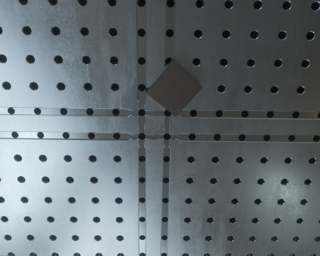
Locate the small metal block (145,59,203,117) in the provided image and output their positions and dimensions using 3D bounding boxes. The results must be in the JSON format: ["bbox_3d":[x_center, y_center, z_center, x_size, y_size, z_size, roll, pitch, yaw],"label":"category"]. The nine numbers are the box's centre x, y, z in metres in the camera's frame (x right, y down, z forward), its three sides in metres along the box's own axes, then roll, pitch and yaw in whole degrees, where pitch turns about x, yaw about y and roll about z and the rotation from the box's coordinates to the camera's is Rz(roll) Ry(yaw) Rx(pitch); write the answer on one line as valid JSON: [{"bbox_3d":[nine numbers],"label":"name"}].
[{"bbox_3d":[0.017,-0.051,0.395,0.050,0.025,0.050,38,105,-13],"label":"small metal block"}]
